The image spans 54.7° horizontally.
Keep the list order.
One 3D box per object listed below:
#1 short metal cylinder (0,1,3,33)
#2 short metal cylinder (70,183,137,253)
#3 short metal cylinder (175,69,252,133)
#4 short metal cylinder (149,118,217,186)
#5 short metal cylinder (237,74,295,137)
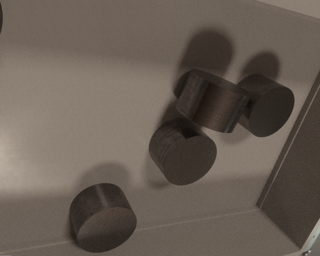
[{"bbox_3d":[-0.168,-0.089,0.227,0.080,0.050,0.079,-37,143,-35],"label":"short metal cylinder"},{"bbox_3d":[-0.079,0.123,0.427,0.081,0.050,0.079,-14,125,-21],"label":"short metal cylinder"},{"bbox_3d":[0.066,-0.035,0.389,0.081,0.080,0.050,10,114,-33],"label":"short metal cylinder"},{"bbox_3d":[0.031,0.033,0.432,0.081,0.050,0.079,-14,125,-21],"label":"short metal cylinder"},{"bbox_3d":[0.148,-0.033,0.455,0.081,0.050,0.079,-14,125,-21],"label":"short metal cylinder"}]
